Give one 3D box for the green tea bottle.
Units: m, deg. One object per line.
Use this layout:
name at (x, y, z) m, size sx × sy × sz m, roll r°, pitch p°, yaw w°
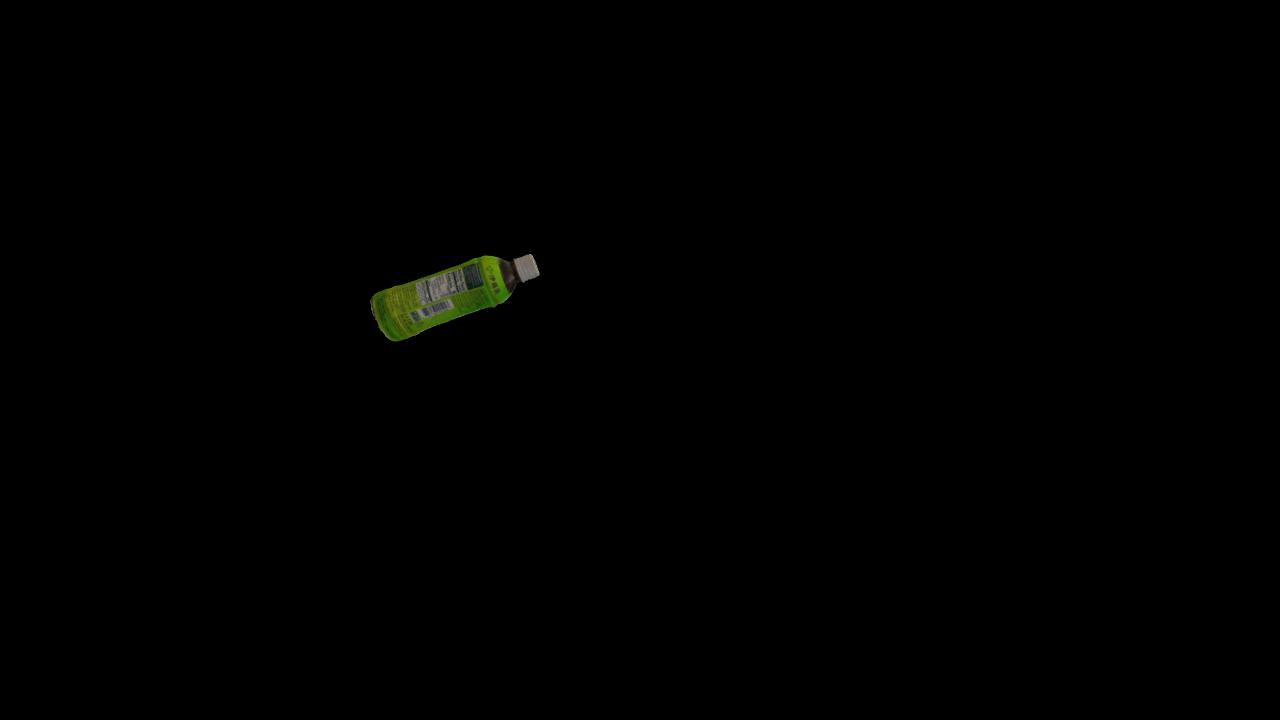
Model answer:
green tea bottle at (-0.235, -0.088, 0.801) m, size 0.212 × 0.073 × 0.073 m, roll -18°, pitch 0°, yaw 0°
